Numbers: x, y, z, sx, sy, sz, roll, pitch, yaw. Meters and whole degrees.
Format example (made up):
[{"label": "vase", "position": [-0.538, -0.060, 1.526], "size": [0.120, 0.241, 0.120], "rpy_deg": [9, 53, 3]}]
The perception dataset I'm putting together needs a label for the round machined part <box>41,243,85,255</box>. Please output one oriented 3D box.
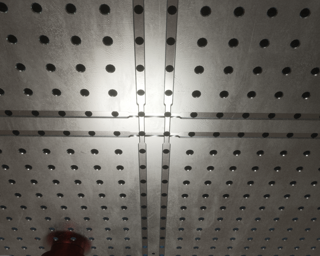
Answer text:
[{"label": "round machined part", "position": [-0.192, 0.270, 0.628], "size": [0.099, 0.042, 0.097], "rpy_deg": [-1, 130, 0]}]
